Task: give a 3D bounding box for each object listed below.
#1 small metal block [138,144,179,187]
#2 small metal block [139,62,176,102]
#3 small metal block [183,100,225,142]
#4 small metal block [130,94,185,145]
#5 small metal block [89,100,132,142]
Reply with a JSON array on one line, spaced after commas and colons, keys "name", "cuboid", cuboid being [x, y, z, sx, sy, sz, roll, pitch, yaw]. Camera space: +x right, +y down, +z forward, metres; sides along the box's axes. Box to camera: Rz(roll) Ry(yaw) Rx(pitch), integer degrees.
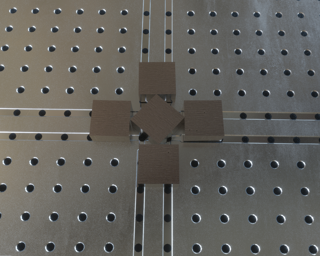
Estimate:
[{"name": "small metal block", "cuboid": [-0.002, 0.048, 0.394, 0.050, 0.025, 0.050, 0, 70, 0]}, {"name": "small metal block", "cuboid": [-0.004, -0.065, 0.435, 0.050, 0.025, 0.050, 0, 70, -1]}, {"name": "small metal block", "cuboid": [0.057, -0.009, 0.416, 0.050, 0.025, 0.050, 0, 70, -1]}, {"name": "small metal block", "cuboid": [-0.003, -0.008, 0.414, 0.050, 0.025, 0.050, 40, 75, 13]}, {"name": "small metal block", "cuboid": [-0.064, -0.009, 0.414, 0.050, 0.025, 0.050, 1, 70, 0]}]
